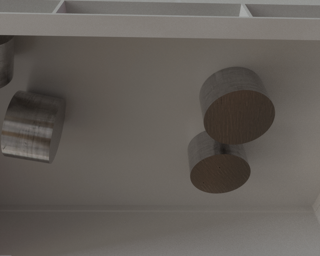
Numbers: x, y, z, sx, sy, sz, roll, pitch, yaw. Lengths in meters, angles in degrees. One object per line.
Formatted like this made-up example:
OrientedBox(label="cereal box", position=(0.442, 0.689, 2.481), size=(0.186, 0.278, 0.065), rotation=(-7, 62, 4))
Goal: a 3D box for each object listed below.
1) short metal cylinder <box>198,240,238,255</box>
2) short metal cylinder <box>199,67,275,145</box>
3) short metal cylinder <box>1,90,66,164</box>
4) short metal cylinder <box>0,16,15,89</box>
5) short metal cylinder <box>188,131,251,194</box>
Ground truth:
OrientedBox(label="short metal cylinder", position=(0.120, 0.271, 0.628), size=(0.081, 0.050, 0.079), rotation=(0, 130, 0))
OrientedBox(label="short metal cylinder", position=(0.090, -0.026, 0.372), size=(0.081, 0.050, 0.079), rotation=(0, 130, 0))
OrientedBox(label="short metal cylinder", position=(-0.148, -0.001, 0.370), size=(0.050, 0.080, 0.079), rotation=(11, 129, -10))
OrientedBox(label="short metal cylinder", position=(-0.187, -0.078, 0.304), size=(0.081, 0.080, 0.050), rotation=(14, 129, -12))
OrientedBox(label="short metal cylinder", position=(0.081, 0.047, 0.434), size=(0.081, 0.050, 0.079), rotation=(0, 130, 0))
